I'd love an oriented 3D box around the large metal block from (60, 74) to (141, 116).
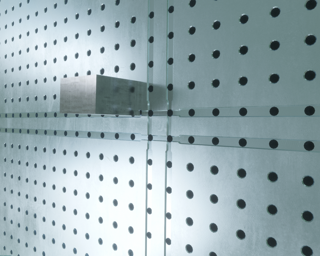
[{"bbox_3d":[-0.085,-0.044,0.445,0.080,0.081,0.050,3,92,40],"label":"large metal block"}]
